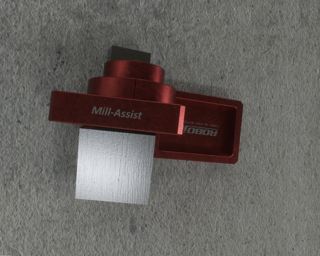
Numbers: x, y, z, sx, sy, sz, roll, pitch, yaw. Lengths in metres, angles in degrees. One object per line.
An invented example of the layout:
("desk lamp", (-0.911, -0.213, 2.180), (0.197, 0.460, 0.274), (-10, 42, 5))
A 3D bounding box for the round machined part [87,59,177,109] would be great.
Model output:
("round machined part", (-0.030, -0.048, 0.349), (0.099, 0.098, 0.042), (6, 88, -20))

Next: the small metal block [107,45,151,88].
("small metal block", (-0.042, -0.073, 0.396), (0.050, 0.025, 0.050), (7, 88, -20))

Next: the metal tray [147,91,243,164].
("metal tray", (0.048, 0.000, 0.426), (0.131, 0.030, 0.089), (7, 88, -20))

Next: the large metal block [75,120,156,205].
("large metal block", (-0.049, 0.038, 0.360), (0.081, 0.050, 0.079), (6, 101, -3))

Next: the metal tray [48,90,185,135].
("metal tray", (-0.043, -0.014, 0.342), (0.131, 0.090, 0.030), (6, 89, -2))
